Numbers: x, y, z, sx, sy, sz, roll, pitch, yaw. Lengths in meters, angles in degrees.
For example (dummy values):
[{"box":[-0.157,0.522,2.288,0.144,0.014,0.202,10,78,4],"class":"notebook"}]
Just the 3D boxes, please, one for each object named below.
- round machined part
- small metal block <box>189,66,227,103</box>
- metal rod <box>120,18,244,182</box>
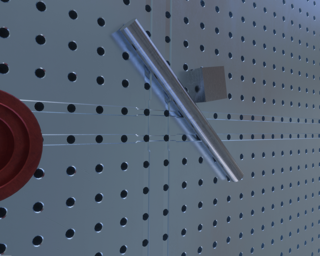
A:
[{"box":[-0.158,0.015,0.266,0.099,0.042,0.097,0,90,-40],"class":"round machined part"},{"box":[0.074,-0.067,0.471,0.050,0.025,0.050,-13,98,-39],"class":"small metal block"},{"box":[0.044,-0.023,0.446,0.300,0.025,0.025,51,60,-28],"class":"metal rod"}]
